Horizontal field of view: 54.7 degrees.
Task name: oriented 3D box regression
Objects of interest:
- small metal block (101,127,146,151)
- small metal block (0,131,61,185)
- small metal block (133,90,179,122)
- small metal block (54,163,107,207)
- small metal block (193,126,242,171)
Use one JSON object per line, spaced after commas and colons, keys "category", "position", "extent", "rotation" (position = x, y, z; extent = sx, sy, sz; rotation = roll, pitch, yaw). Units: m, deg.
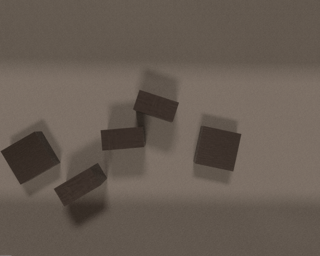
{"category": "small metal block", "position": [-0.046, 0.013, 0.398], "extent": [0.050, 0.050, 0.025], "rotation": [-5, 90, -1]}
{"category": "small metal block", "position": [-0.170, 0.039, 0.409], "extent": [0.050, 0.025, 0.050], "rotation": [-30, 90, -1]}
{"category": "small metal block", "position": [-0.005, -0.027, 0.399], "extent": [0.050, 0.050, 0.025], "rotation": [18, 90, -1]}
{"category": "small metal block", "position": [-0.100, 0.071, 0.398], "extent": [0.050, 0.050, 0.025], "rotation": [-30, 90, 0]}
{"category": "small metal block", "position": [0.076, 0.027, 0.412], "extent": [0.050, 0.025, 0.050], "rotation": [12, 90, -1]}
